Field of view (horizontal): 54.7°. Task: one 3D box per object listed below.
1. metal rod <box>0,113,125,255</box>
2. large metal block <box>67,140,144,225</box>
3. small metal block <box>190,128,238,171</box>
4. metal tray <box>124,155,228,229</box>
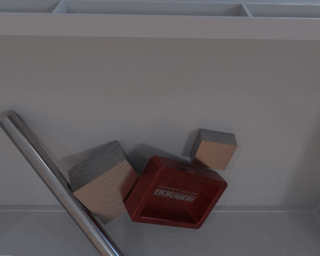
[{"bbox_3d":[-0.113,0.110,0.419,0.025,0.025,0.299,-31,99,23],"label":"metal rod"},{"bbox_3d":[-0.070,0.078,0.440,0.080,0.050,0.080,-33,127,-4],"label":"large metal block"},{"bbox_3d":[0.074,0.031,0.437,0.050,0.025,0.050,9,130,-9],"label":"small metal block"},{"bbox_3d":[0.026,0.097,0.447,0.131,0.030,0.090,19,107,-34],"label":"metal tray"}]
